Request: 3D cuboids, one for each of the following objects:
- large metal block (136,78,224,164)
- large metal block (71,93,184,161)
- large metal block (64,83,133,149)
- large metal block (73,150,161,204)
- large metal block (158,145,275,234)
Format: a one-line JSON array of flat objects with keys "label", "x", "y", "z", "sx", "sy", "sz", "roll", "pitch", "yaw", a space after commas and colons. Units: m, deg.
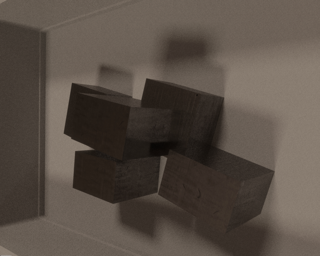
[{"label": "large metal block", "x": 0.020, "y": -0.010, "z": 0.372, "sx": 0.080, "sy": 0.050, "sz": 0.079, "roll": 22, "pitch": 104, "yaw": 37}, {"label": "large metal block", "x": -0.035, "y": -0.004, "z": 0.333, "sx": 0.080, "sy": 0.081, "sz": 0.050, "roll": 17, "pitch": 101, "yaw": 38}, {"label": "large metal block", "x": -0.095, "y": -0.019, "z": 0.466, "sx": 0.080, "sy": 0.050, "sz": 0.079, "roll": 20, "pitch": 103, "yaw": 38}, {"label": "large metal block", "x": -0.058, "y": 0.059, "z": 0.416, "sx": 0.080, "sy": 0.081, "sz": 0.050, "roll": 8, "pitch": 96, "yaw": 39}, {"label": "large metal block", "x": 0.059, "y": 0.057, "z": 0.321, "sx": 0.080, "sy": 0.081, "sz": 0.050, "roll": 23, "pitch": 104, "yaw": 37}]
